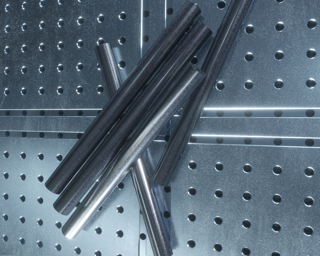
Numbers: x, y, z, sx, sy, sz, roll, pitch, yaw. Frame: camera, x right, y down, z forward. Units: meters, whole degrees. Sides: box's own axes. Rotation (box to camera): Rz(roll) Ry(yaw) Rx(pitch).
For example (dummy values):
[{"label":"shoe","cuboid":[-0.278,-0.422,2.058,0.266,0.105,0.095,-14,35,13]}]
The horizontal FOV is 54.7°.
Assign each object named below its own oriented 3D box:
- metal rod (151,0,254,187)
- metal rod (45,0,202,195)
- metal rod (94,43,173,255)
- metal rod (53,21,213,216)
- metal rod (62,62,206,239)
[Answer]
[{"label":"metal rod","cuboid":[0.060,-0.063,0.390,0.025,0.025,0.298,26,98,17]},{"label":"metal rod","cuboid":[-0.049,-0.037,0.404,0.025,0.025,0.299,39,93,15]},{"label":"metal rod","cuboid":[-0.038,0.027,0.424,0.025,0.025,0.299,-19,84,19]},{"label":"metal rod","cuboid":[-0.037,-0.010,0.400,0.025,0.025,0.299,39,93,15]},{"label":"metal rod","cuboid":[-0.045,0.043,0.400,0.025,0.025,0.299,44,112,14]}]
